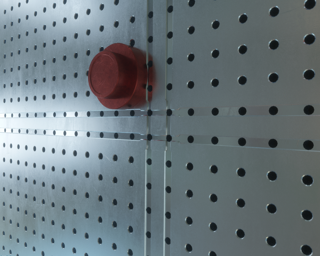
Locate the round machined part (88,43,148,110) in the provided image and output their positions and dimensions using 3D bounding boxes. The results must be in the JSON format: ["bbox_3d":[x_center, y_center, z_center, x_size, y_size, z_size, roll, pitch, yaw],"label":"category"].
[{"bbox_3d":[-0.068,-0.076,0.455,0.098,0.042,0.097,0,90,40],"label":"round machined part"}]
